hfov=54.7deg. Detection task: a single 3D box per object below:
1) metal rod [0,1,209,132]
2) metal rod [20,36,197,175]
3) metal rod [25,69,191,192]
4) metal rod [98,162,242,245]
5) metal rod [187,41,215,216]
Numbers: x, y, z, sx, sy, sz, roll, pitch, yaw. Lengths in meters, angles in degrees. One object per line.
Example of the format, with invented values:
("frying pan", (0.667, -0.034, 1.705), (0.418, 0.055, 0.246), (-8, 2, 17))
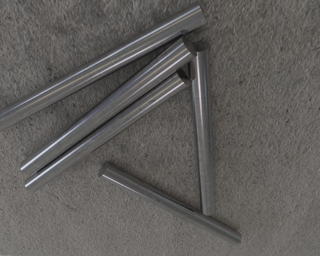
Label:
("metal rod", (-0.088, -0.059, 0.355), (0.300, 0.025, 0.025), (-23, 127, 18))
("metal rod", (-0.082, -0.012, 0.383), (0.299, 0.025, 0.025), (-32, 123, 28))
("metal rod", (-0.086, 0.015, 0.410), (0.299, 0.025, 0.025), (-33, 123, 27))
("metal rod", (0.030, 0.135, 0.522), (0.301, 0.025, 0.025), (33, 123, -25))
("metal rod", (0.061, 0.025, 0.428), (0.025, 0.025, 0.298), (-6, 130, 5))
